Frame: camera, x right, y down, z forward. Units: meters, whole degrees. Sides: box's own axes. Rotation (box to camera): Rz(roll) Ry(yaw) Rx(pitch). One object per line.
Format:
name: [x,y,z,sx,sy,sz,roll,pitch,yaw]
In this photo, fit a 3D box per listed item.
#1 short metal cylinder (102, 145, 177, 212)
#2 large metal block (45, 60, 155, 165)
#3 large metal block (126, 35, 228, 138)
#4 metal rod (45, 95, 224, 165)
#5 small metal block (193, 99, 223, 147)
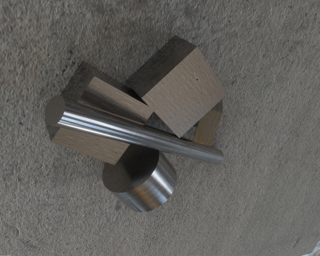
short metal cylinder: [-0.025,0.059,0.395,0.080,0.080,0.050,-38,130,-3]
large metal block: [-0.068,-0.015,0.346,0.080,0.050,0.080,28,103,-38]
large metal block: [0.021,-0.048,0.371,0.080,0.050,0.080,-43,130,1]
metal rod: [0.002,0.015,0.366,0.301,0.025,0.025,19,109,-53]
small metal block: [0.065,-0.011,0.418,0.025,0.050,0.050,15,116,4]
